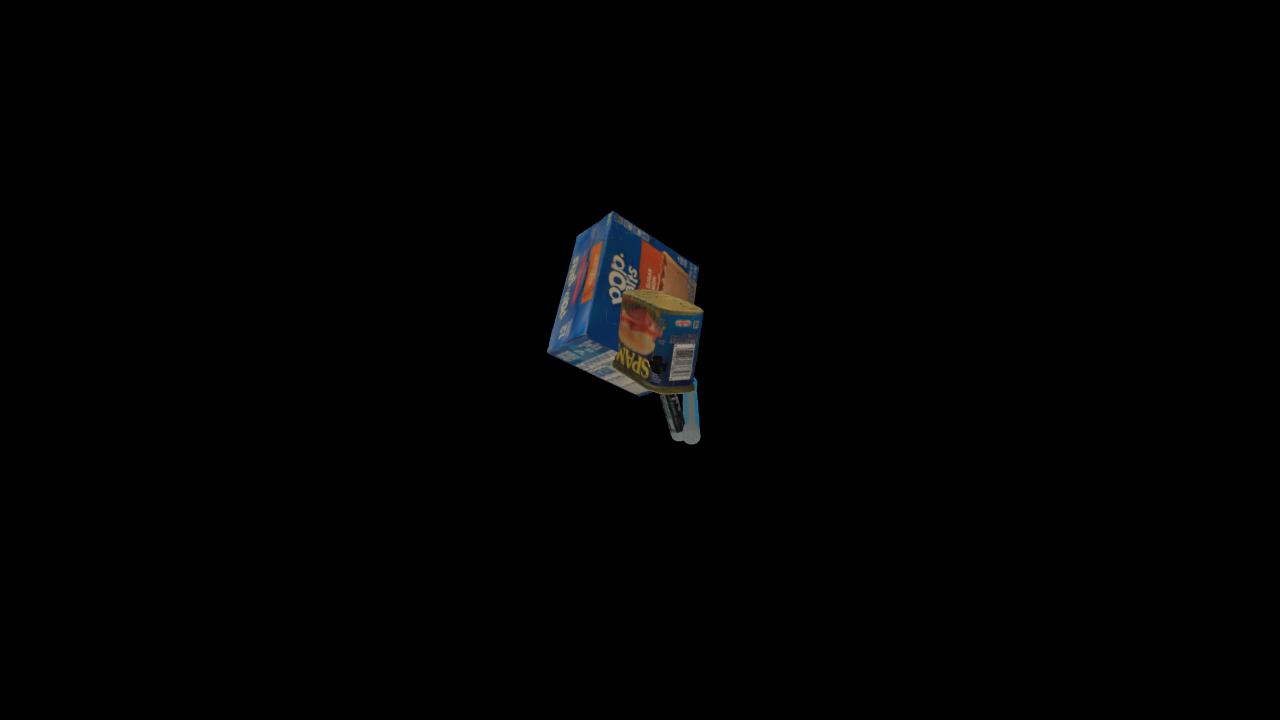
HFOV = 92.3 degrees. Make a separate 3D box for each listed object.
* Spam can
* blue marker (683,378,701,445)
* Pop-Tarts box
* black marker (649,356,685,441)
[{"bbox_3d":[0.018,-0.022,0.636,0.058,0.085,0.101,-3,19,-32],"label":"Spam can"},{"bbox_3d":[0.057,0.053,0.696,0.020,0.020,0.121,0,28,4],"label":"blue marker"},{"bbox_3d":[-0.015,-0.063,0.728,0.141,0.167,0.083,27,-31,-30],"label":"Pop-Tarts box"},{"bbox_3d":[0.030,0.039,0.633,0.020,0.121,0.020,-10,43,9],"label":"black marker"}]
